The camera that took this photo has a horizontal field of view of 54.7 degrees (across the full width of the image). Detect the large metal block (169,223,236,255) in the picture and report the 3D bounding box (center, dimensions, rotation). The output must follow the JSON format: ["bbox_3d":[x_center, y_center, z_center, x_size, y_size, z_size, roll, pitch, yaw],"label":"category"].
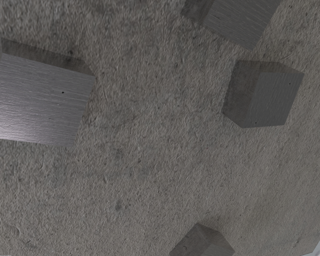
[{"bbox_3d":[0.079,0.233,0.578,0.080,0.050,0.080,34,99,-39],"label":"large metal block"}]

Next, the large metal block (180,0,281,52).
[{"bbox_3d":[0.083,-0.144,0.347,0.081,0.050,0.080,16,110,-35],"label":"large metal block"}]

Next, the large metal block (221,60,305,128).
[{"bbox_3d":[0.143,-0.049,0.439,0.081,0.050,0.079,-4,120,-27],"label":"large metal block"}]

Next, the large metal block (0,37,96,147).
[{"bbox_3d":[-0.120,-0.032,0.305,0.081,0.050,0.079,10,113,-33],"label":"large metal block"}]
